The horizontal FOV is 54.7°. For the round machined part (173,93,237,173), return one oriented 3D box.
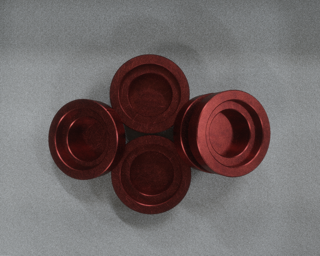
[{"bbox_3d":[0.061,0.006,0.391,0.099,0.042,0.097,0,89,-22],"label":"round machined part"}]

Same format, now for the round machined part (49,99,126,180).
[{"bbox_3d":[-0.087,0.014,0.390,0.098,0.042,0.097,0,90,20],"label":"round machined part"}]

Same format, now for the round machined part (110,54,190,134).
[{"bbox_3d":[-0.013,-0.042,0.400,0.099,0.042,0.097,0,90,0],"label":"round machined part"}]

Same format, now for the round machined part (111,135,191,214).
[{"bbox_3d":[-0.011,0.057,0.400,0.099,0.042,0.097,0,90,0],"label":"round machined part"}]

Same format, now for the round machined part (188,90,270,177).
[{"bbox_3d":[0.076,0.006,0.363,0.099,0.042,0.097,0,90,-22],"label":"round machined part"}]
